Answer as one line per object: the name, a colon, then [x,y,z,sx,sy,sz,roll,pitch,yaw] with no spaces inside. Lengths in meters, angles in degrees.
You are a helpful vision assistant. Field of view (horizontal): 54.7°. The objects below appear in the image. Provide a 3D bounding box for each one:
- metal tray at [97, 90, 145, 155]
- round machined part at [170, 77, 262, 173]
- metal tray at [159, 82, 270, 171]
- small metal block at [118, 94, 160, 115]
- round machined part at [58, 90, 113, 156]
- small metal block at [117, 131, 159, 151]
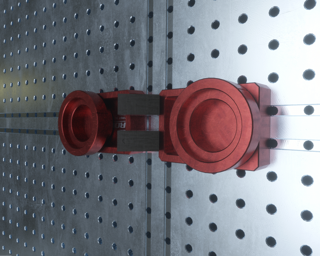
metal tray: [-0.081,-0.008,0.474,0.130,0.030,0.089,-1,92,40]
round machined part: [0.061,-0.003,0.331,0.098,0.042,0.097,0,90,40]
metal tray: [0.058,-0.002,0.359,0.130,0.030,0.089,1,91,40]
small metal block: [-0.028,-0.029,0.398,0.050,0.050,0.025,-172,82,-84]
round machined part: [-0.110,-0.007,0.473,0.098,0.042,0.097,0,90,40]
small metal block: [-0.028,0.015,0.397,0.050,0.050,0.025,-172,82,-84]
